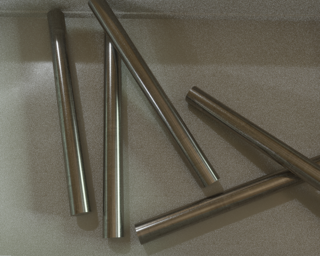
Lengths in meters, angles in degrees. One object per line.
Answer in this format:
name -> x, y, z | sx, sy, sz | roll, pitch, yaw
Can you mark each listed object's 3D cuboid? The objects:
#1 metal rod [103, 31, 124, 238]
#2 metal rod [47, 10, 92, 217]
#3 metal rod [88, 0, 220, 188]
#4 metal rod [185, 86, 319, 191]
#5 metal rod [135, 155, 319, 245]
metal rod -> -0.063, -0.012, 0.413 | 0.025, 0.025, 0.299 | -3, 70, -1
metal rod -> -0.126, -0.034, 0.420 | 0.025, 0.025, 0.299 | -12, 70, -4
metal rod -> -0.014, -0.056, 0.413 | 0.025, 0.025, 0.299 | -30, 79, -10
metal rod -> 0.155, 0.036, 0.373 | 0.300, 0.025, 0.025 | 37, 74, 21
metal rod -> 0.116, 0.077, 0.382 | 0.302, 0.025, 0.025 | -19, 71, -7
